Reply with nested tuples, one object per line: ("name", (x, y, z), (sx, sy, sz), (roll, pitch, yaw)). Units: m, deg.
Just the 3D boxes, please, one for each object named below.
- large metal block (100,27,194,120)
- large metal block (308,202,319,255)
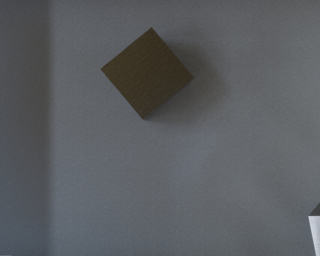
("large metal block", (-0.015, -0.066, 0.399), (0.080, 0.050, 0.080), (-40, 90, 0))
("large metal block", (0.223, 0.137, 0.375), (0.050, 0.081, 0.080), (-13, 84, 36))
